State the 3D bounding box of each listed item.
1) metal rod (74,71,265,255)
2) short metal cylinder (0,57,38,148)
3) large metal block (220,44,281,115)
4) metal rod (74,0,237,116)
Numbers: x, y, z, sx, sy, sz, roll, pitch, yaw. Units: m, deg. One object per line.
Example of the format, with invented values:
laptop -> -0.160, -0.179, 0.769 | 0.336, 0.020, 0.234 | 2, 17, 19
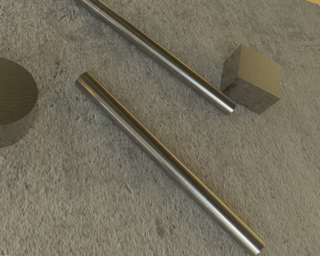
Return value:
metal rod -> 0.010, 0.042, 0.383 | 0.300, 0.025, 0.025 | 44, 51, 2
short metal cylinder -> -0.169, -0.025, 0.312 | 0.081, 0.050, 0.080 | 14, 56, -21
large metal block -> 0.152, -0.081, 0.519 | 0.080, 0.050, 0.080 | 25, 53, -13
metal rod -> -0.009, -0.118, 0.470 | 0.301, 0.025, 0.025 | 37, 51, -4
